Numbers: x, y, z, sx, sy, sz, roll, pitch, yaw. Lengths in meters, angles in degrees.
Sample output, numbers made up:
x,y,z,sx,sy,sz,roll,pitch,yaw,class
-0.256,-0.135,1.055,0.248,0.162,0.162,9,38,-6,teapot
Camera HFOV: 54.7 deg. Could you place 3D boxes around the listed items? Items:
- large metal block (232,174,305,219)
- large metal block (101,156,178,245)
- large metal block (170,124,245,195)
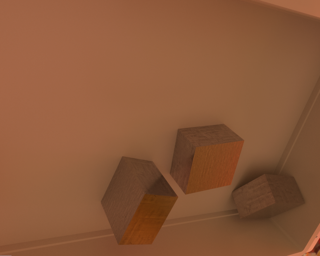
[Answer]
x,y,z,sx,sy,sz,roll,pitch,yaw,class
0.191,0.124,0.552,0.081,0.050,0.080,10,143,-33,large metal block
-0.031,0.096,0.416,0.050,0.080,0.080,14,111,-34,large metal block
0.067,0.044,0.456,0.081,0.050,0.079,-6,121,-26,large metal block
